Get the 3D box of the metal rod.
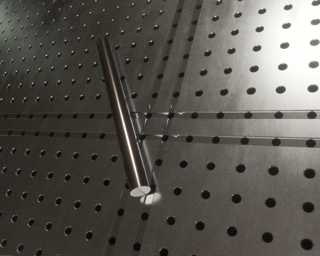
[{"bbox_3d":[-0.062,-0.037,0.461,0.025,0.025,0.299,-27,52,11],"label":"metal rod"}]
